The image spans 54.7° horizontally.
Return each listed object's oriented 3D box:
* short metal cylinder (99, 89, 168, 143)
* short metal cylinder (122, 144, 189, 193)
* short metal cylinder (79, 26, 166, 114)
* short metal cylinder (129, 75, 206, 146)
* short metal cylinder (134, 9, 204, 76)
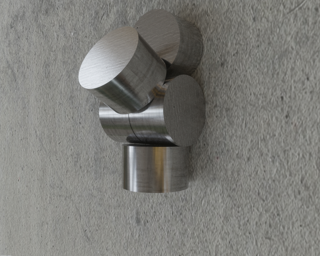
[{"bbox_3d":[-0.029,-0.020,0.393,0.050,0.081,0.079,1,91,39],"label":"short metal cylinder"},{"bbox_3d":[-0.006,0.045,0.374,0.080,0.081,0.050,0,90,39],"label":"short metal cylinder"},{"bbox_3d":[-0.040,-0.062,0.335,0.080,0.050,0.080,-21,50,27],"label":"short metal cylinder"},{"bbox_3d":[0.010,-0.019,0.360,0.050,0.081,0.079,0,90,40],"label":"short metal cylinder"},{"bbox_3d":[0.007,-0.099,0.384,0.080,0.050,0.079,0,90,39],"label":"short metal cylinder"}]
